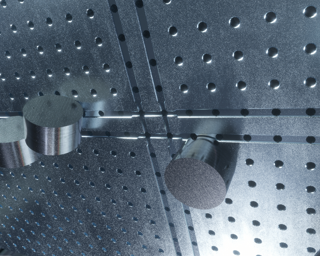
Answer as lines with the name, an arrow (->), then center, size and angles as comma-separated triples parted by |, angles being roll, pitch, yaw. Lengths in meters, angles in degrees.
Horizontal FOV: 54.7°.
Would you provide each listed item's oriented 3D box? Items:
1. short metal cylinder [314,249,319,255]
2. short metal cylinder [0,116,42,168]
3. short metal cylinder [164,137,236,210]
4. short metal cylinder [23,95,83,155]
short metal cylinder -> 0.226, 0.168, 0.361 | 0.080, 0.080, 0.050 | 23, 127, 14
short metal cylinder -> -0.239, 0.022, 0.512 | 0.080, 0.080, 0.050 | 15, 125, 19
short metal cylinder -> 0.052, 0.058, 0.402 | 0.080, 0.050, 0.079 | 13, 124, 20
short metal cylinder -> -0.155, -0.006, 0.451 | 0.080, 0.080, 0.050 | 24, 127, 13
